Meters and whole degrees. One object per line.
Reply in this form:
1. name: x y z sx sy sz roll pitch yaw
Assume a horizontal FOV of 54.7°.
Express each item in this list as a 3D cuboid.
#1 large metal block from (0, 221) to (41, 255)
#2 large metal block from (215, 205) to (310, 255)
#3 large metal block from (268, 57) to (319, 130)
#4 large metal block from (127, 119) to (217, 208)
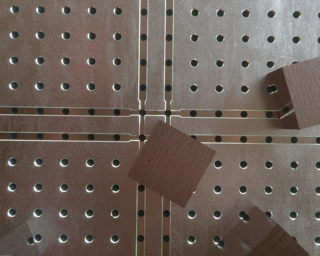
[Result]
1. large metal block: -0.210 0.166 0.383 0.080 0.080 0.050 -23 90 0
2. large metal block: 0.122 0.153 0.388 0.050 0.080 0.080 45 90 -1
3. large metal block: 0.199 -0.047 0.404 0.080 0.050 0.080 -16 90 -1
4. large metal block: 0.014 0.043 0.401 0.080 0.050 0.080 30 90 -1
